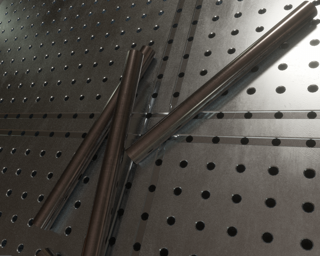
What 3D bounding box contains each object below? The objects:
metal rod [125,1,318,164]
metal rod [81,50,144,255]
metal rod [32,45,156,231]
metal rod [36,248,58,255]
[{"bbox_3d":[0.078,-0.058,0.401,0.300,0.025,0.025,-40,51,0],"label":"metal rod"},{"bbox_3d":[-0.058,0.028,0.404,0.025,0.025,0.299,-2,65,27],"label":"metal rod"},{"bbox_3d":[-0.088,0.004,0.450,0.025,0.025,0.300,18,71,34],"label":"metal rod"},{"bbox_3d":[-0.036,0.213,0.295,0.300,0.025,0.025,26,76,36],"label":"metal rod"}]
